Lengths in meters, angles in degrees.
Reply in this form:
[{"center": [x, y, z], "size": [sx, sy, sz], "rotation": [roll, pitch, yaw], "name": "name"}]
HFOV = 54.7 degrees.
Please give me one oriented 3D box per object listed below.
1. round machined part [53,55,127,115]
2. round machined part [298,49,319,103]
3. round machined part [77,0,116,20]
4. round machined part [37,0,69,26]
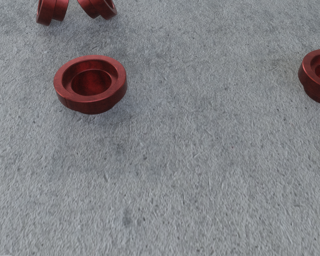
[{"center": [-0.096, -0.057, 0.439], "size": [0.099, 0.042, 0.098], "rotation": [0, 50, 0], "name": "round machined part"}, {"center": [0.252, -0.070, 0.452], "size": [0.099, 0.042, 0.098], "rotation": [0, 50, 0], "name": "round machined part"}, {"center": [-0.123, -0.240, 0.565], "size": [0.042, 0.098, 0.098], "rotation": [-28, 51, 12], "name": "round machined part"}, {"center": [-0.190, -0.231, 0.557], "size": [0.042, 0.097, 0.098], "rotation": [10, 45, -28], "name": "round machined part"}]
